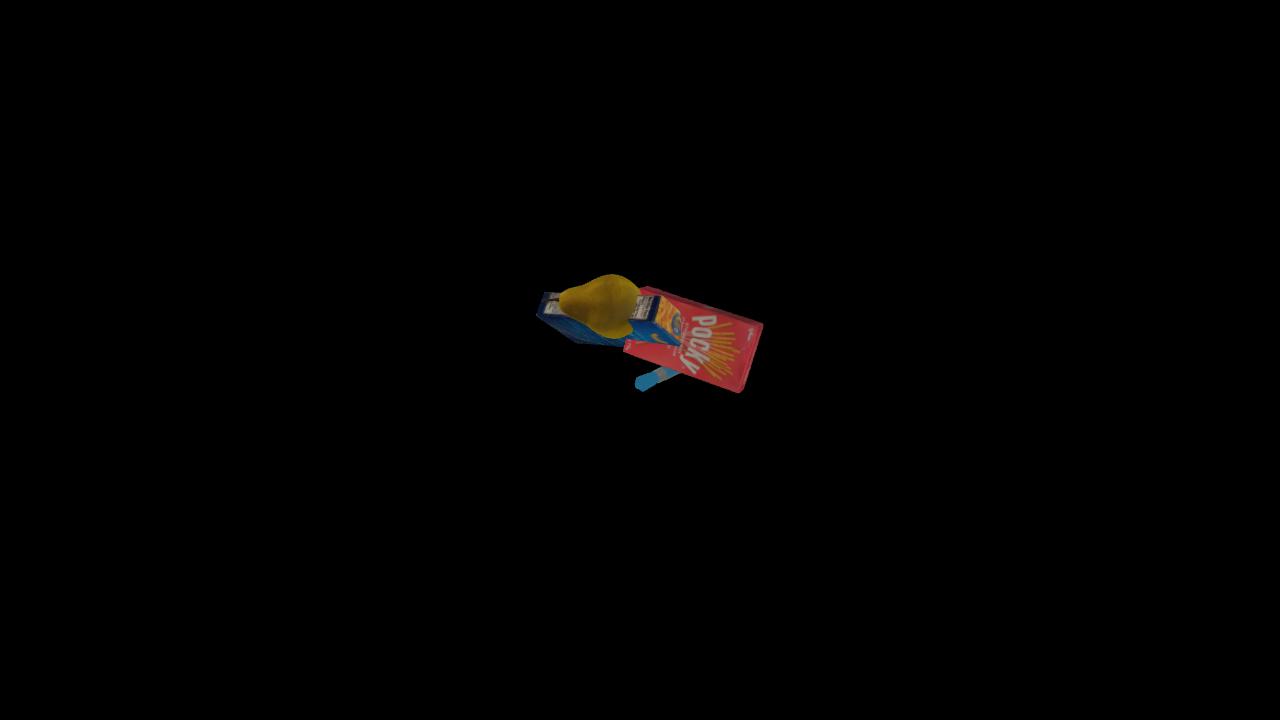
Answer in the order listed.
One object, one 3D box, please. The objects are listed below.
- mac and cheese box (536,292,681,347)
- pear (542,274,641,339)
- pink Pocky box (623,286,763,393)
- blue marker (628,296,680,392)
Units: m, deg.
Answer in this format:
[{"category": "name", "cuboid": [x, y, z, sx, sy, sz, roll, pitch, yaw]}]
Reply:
[{"category": "mac and cheese box", "cuboid": [-0.031, -0.047, 0.762, 0.184, 0.041, 0.093, 6, -20, 35]}, {"category": "pear", "cuboid": [-0.054, -0.066, 0.711, 0.111, 0.080, 0.080, 5, -2, -22]}, {"category": "pink Pocky box", "cuboid": [0.060, -0.026, 0.729, 0.155, 0.084, 0.029, 20, 18, 19]}, {"category": "blue marker", "cuboid": [0.041, 0.011, 0.753, 0.121, 0.020, 0.020, -24, 15, -37]}]
